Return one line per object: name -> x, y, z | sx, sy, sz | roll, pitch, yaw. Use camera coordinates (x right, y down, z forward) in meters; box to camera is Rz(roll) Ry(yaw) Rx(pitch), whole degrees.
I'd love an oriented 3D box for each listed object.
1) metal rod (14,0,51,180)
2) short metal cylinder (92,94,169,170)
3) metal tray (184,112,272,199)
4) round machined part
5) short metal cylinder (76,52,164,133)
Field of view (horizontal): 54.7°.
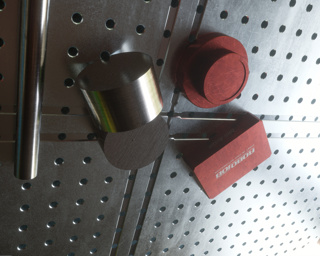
metal rod -> -0.121, -0.078, 0.296 | 0.025, 0.025, 0.298 | 0, 119, -29
short metal cylinder -> -0.036, 0.004, 0.378 | 0.081, 0.050, 0.079 | -14, 125, -21
metal tray -> 0.112, 0.046, 0.497 | 0.130, 0.030, 0.090 | -35, 129, -5
round machined part -> 0.074, -0.069, 0.398 | 0.099, 0.042, 0.097 | -14, 124, -21
short metal cylinder -> -0.041, -0.040, 0.328 | 0.080, 0.080, 0.050 | -25, 127, -13
